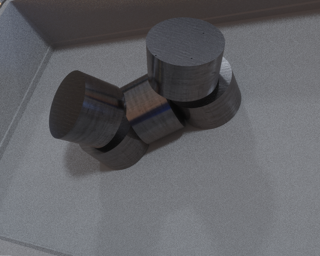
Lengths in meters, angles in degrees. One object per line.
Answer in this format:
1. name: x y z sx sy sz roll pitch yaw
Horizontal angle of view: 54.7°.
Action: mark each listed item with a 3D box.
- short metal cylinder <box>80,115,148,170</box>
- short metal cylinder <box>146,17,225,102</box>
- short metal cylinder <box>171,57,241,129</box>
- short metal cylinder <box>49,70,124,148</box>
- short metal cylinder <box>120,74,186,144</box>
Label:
1. short metal cylinder: -0.061 0.009 0.412 0.080 0.050 0.080 -13 56 20
2. short metal cylinder: 0.026 -0.075 0.335 0.081 0.050 0.080 0 53 0
3. short metal cylinder: 0.055 -0.046 0.386 0.080 0.050 0.080 -13 56 20
4. short metal cylinder: -0.087 -0.021 0.361 0.080 0.050 0.080 -20 61 42
5. short metal cylinder: -0.009 -0.027 0.388 0.050 0.080 0.080 -26 53 12
